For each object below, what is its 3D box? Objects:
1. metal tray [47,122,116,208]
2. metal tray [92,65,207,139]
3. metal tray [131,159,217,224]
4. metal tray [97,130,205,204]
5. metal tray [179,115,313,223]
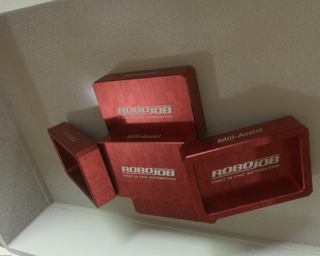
[{"bbox_3d":[-0.118,0.050,0.457,0.130,0.030,0.089,24,135,51],"label":"metal tray"},{"bbox_3d":[-0.014,-0.026,0.393,0.130,0.030,0.089,-1,118,28],"label":"metal tray"},{"bbox_3d":[0.016,0.087,0.447,0.130,0.030,0.089,-1,118,28],"label":"metal tray"},{"bbox_3d":[-0.010,0.050,0.400,0.130,0.030,0.089,-1,118,28],"label":"metal tray"},{"bbox_3d":[0.095,0.047,0.342,0.131,0.030,0.089,-15,115,2],"label":"metal tray"}]
